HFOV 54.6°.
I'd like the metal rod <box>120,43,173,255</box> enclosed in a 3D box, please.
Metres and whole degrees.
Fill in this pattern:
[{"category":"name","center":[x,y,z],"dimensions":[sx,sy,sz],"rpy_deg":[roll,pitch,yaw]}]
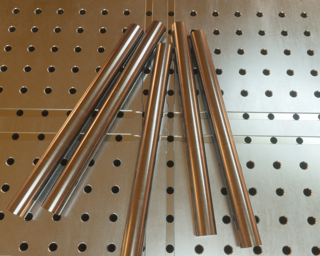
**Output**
[{"category":"metal rod","center":[-0.014,0.021,0.404],"dimensions":[0.025,0.025,0.299],"rpy_deg":[8,70,3]}]

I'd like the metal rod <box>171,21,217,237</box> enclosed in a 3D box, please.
[{"category":"metal rod","center":[0.042,-0.013,0.417],"dimensions":[0.025,0.025,0.299],"rpy_deg":[-5,70,-2]}]

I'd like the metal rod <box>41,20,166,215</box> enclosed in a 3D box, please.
[{"category":"metal rod","center":[-0.067,-0.027,0.421],"dimensions":[0.025,0.025,0.300],"rpy_deg":[25,72,8]}]

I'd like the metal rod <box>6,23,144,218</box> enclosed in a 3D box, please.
[{"category":"metal rod","center":[-0.104,-0.023,0.419],"dimensions":[0.025,0.025,0.300],"rpy_deg":[26,72,9]}]

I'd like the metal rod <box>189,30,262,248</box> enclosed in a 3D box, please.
[{"category":"metal rod","center":[0.081,0.000,0.412],"dimensions":[0.025,0.025,0.299],"rpy_deg":[-9,70,-3]}]
